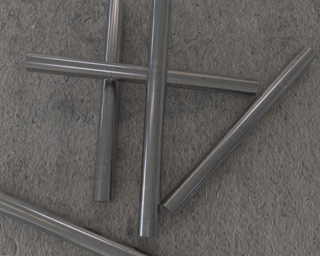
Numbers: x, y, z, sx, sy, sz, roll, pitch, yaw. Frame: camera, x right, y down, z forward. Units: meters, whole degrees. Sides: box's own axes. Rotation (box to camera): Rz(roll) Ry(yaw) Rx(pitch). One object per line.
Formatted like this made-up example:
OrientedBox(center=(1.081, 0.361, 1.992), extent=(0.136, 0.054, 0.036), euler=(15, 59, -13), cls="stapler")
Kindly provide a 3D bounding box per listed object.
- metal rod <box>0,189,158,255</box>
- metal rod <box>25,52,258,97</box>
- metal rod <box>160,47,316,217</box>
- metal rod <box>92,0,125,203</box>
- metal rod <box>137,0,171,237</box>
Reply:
OrientedBox(center=(-0.120, 0.115, 0.365), extent=(0.301, 0.025, 0.025), euler=(20, 71, 7), cls="metal rod")
OrientedBox(center=(-0.018, -0.070, 0.412), extent=(0.302, 0.025, 0.025), euler=(5, 70, -7), cls="metal rod")
OrientedBox(center=(0.112, -0.005, 0.410), extent=(0.025, 0.025, 0.301), euler=(41, 75, 13), cls="metal rod")
OrientedBox(center=(-0.068, -0.051, 0.426), extent=(0.025, 0.025, 0.299), euler=(1, 70, 0), cls="metal rod")
OrientedBox(center=(-0.006, -0.023, 0.382), extent=(0.025, 0.025, 0.298), euler=(3, 83, 1), cls="metal rod")
